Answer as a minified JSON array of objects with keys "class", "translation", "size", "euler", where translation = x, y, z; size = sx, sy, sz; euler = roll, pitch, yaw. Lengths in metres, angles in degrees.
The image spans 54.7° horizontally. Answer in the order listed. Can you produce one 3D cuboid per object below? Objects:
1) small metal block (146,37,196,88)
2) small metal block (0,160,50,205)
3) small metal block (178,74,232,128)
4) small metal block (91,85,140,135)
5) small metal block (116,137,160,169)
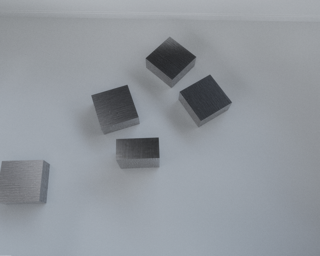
[{"class":"small metal block","translation":[0.015,-0.094,0.444],"size":[0.050,0.025,0.050],"euler":[41,75,13]},{"class":"small metal block","translation":[-0.168,0.067,0.383],"size":[0.050,0.025,0.050],"euler":[-1,70,-1]},{"class":"small metal block","translation":[0.061,-0.037,0.424],"size":[0.050,0.025,0.050],"euler":[-31,73,-11]},{"class":"small metal block","translation":[-0.060,-0.025,0.418],"size":[0.050,0.025,0.050],"euler":[-18,71,-7]},{"class":"small metal block","translation":[-0.026,0.032,0.384],"size":[0.050,0.050,0.025],"euler":[-2,70,-1]}]
